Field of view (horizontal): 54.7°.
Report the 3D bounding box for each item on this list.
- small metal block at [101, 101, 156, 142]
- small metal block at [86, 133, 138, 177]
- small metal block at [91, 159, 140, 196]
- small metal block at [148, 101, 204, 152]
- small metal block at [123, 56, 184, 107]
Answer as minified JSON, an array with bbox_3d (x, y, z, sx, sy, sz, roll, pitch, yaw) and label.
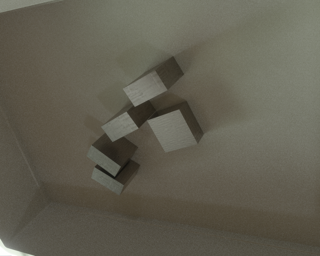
[{"bbox_3d":[-0.040,-0.013,0.405,0.050,0.050,0.025,-26,104,37],"label":"small metal block"},{"bbox_3d":[-0.068,0.034,0.448,0.050,0.050,0.025,36,129,4],"label":"small metal block"},{"bbox_3d":[-0.066,0.065,0.466,0.050,0.050,0.025,30,128,8],"label":"small metal block"},{"bbox_3d":[0.020,-0.001,0.396,0.050,0.025,0.050,-18,109,34],"label":"small metal block"},{"bbox_3d":[-0.007,-0.054,0.361,0.050,0.050,0.025,-23,106,36],"label":"small metal block"}]
